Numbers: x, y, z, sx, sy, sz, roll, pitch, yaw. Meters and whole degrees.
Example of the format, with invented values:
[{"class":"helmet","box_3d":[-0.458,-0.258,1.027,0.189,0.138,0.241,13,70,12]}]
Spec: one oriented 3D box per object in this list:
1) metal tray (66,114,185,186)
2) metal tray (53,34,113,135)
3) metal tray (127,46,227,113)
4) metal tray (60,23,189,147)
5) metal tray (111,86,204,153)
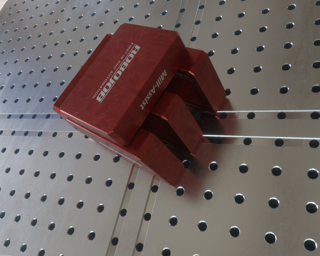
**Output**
[{"class":"metal tray","box_3d":[-0.043,0.017,0.379,0.130,0.090,0.030,23,75,36]},{"class":"metal tray","box_3d":[-0.087,-0.057,0.445,0.030,0.090,0.130,29,76,15]},{"class":"metal tray","box_3d":[0.013,-0.070,0.402,0.130,0.090,0.030,23,75,36]},{"class":"metal tray","box_3d":[-0.040,-0.053,0.343,0.090,0.030,0.130,23,74,36]},{"class":"metal tray","box_3d":[-0.018,-0.021,0.389,0.130,0.090,0.030,22,73,35]}]
